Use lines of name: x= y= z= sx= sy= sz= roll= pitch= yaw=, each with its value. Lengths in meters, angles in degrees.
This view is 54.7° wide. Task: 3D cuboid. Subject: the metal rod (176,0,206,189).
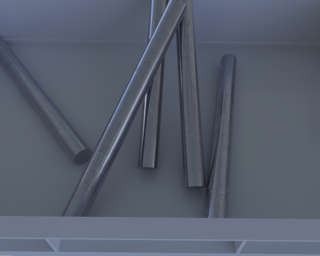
metal rod: x=0.035 y=-0.075 z=0.395 sx=0.025 sy=0.025 sz=0.299 roll=-1 pitch=73 yaw=-2

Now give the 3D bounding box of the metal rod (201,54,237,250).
metal rod: x=0.082 y=0.004 z=0.402 sx=0.025 sy=0.025 sz=0.300 roll=9 pitch=50 yaw=7

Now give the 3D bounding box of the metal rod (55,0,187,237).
metal rod: x=-0.036 y=-0.026 z=0.357 sx=0.025 sy=0.025 sz=0.299 roll=20 pitch=74 yaw=15

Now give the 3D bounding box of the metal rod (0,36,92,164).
metal rod: x=-0.186 y=-0.056 z=0.449 sx=0.025 sy=0.025 sz=0.300 roll=-31 pitch=57 yaw=-24

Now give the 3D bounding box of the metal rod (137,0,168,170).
metal rod: x=-0.005 y=-0.096 z=0.405 sx=0.025 sy=0.025 sz=0.299 roll=3 pitch=75 yaw=2
